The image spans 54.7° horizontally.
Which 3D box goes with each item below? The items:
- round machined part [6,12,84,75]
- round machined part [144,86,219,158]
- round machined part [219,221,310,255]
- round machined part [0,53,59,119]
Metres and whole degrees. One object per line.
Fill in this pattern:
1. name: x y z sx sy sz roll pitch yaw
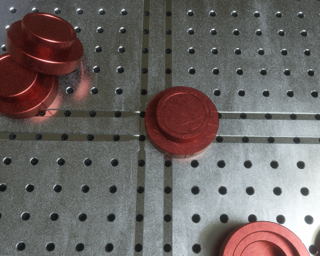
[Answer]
1. round machined part: -0.152 -0.120 0.419 0.099 0.042 0.098 18 41 -16
2. round machined part: 0.029 -0.012 0.407 0.099 0.042 0.098 0 70 -1
3. round machined part: 0.114 0.156 0.347 0.099 0.042 0.098 0 70 -1
4. round machined part: -0.194 -0.065 0.424 0.099 0.042 0.098 0 70 -1
